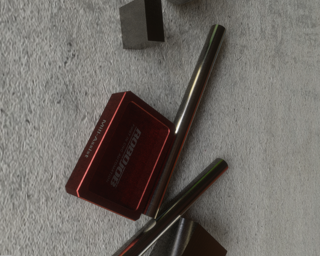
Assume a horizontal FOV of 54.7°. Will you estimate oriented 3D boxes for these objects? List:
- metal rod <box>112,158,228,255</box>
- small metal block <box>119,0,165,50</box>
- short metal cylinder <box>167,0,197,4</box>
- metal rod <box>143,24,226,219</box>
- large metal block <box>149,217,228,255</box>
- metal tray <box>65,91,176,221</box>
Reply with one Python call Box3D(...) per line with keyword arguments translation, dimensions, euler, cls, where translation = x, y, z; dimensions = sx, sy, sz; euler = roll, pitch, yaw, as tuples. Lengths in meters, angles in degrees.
Box3D(translation=(-0.005, 0.129, 0.403), dimensions=(0.302, 0.025, 0.025), euler=(-35, 112, -35), cls="metal rod")
Box3D(translation=(-0.022, -0.124, 0.371), dimensions=(0.025, 0.050, 0.050), euler=(-9, 96, -40), cls="small metal block")
Box3D(translation=(0.037, -0.207, 0.401), dimensions=(0.050, 0.080, 0.080), euler=(-31, 110, -36), cls="short metal cylinder")
Box3D(translation=(0.037, -0.021, 0.438), dimensions=(0.025, 0.025, 0.300), euler=(35, 68, -35), cls="metal rod")
Box3D(translation=(0.036, 0.179, 0.422), dimensions=(0.080, 0.050, 0.080), euler=(49, 61, -29), cls="large metal block")
Box3D(translation=(-0.041, 0.033, 0.368), dimensions=(0.090, 0.030, 0.130), euler=(36, 68, -34), cls="metal tray")
